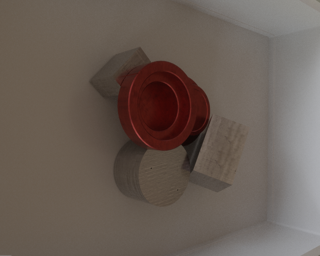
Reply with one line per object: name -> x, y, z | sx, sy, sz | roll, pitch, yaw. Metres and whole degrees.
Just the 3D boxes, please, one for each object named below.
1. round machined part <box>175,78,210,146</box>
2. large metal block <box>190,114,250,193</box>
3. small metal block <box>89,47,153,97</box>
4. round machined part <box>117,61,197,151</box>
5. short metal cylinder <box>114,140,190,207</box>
round machined part -> 0.030, -0.024, 0.418 | 0.099, 0.042, 0.097 | 0, 90, -40
large metal block -> 0.076, 0.038, 0.426 | 0.050, 0.080, 0.080 | 21, 72, 4
small metal block -> -0.044, -0.063, 0.352 | 0.025, 0.050, 0.050 | 52, 60, -28
round machined part -> -0.007, -0.024, 0.351 | 0.099, 0.042, 0.097 | 0, 90, -40
short metal cylinder -> -0.009, 0.052, 0.383 | 0.081, 0.050, 0.079 | 0, 90, -40
